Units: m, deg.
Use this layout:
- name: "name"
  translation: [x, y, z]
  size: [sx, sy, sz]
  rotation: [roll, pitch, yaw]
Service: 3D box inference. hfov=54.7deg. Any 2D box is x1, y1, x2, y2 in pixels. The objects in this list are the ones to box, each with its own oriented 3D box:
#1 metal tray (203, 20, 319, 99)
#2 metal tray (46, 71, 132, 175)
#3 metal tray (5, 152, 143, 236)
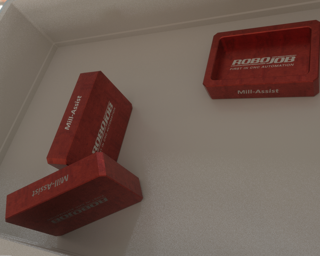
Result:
- name: "metal tray"
  translation: [0.127, -0.083, 0.386]
  size: [0.130, 0.030, 0.090]
  rotation: [1, 62, 28]
- name: "metal tray"
  translation: [-0.085, 0.002, 0.407]
  size: [0.030, 0.090, 0.130]
  rotation: [-1, 61, 28]
- name: "metal tray"
  translation: [-0.098, 0.083, 0.364]
  size: [0.130, 0.090, 0.030]
  rotation: [-26, 53, 12]
